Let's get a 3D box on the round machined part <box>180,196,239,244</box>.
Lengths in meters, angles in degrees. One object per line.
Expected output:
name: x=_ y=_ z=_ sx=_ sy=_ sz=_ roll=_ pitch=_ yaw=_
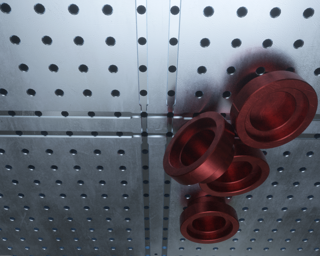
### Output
round machined part: x=0.083 y=0.154 z=0.532 sx=0.099 sy=0.042 sz=0.097 roll=0 pitch=130 yaw=0

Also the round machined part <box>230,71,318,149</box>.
round machined part: x=0.131 y=-0.025 z=0.373 sx=0.099 sy=0.042 sz=0.097 roll=-6 pitch=127 yaw=-7

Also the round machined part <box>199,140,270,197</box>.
round machined part: x=0.100 y=0.054 z=0.442 sx=0.099 sy=0.042 sz=0.097 roll=-4 pitch=136 yaw=-3

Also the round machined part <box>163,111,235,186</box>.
round machined part: x=0.053 y=0.030 z=0.387 sx=0.098 sy=0.098 sz=0.042 roll=-36 pitch=117 yaw=27
